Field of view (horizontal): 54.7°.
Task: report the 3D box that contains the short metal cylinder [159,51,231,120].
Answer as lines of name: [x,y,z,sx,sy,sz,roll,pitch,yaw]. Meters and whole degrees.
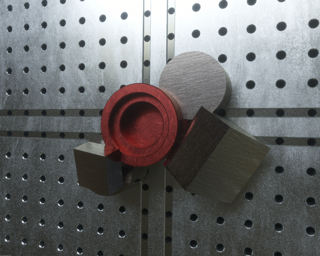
short metal cylinder: [0.045,-0.050,0.383,0.080,0.050,0.079,0,90,20]

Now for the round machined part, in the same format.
round machined part: [-0.019,-0.004,0.379,0.098,0.042,0.097,0,90,20]

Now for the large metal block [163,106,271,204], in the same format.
large metal block: [0.065,0.033,0.353,0.080,0.080,0.050,-57,39,11]

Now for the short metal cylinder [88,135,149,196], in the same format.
short metal cylinder: [-0.061,0.047,0.420,0.080,0.050,0.079,0,90,20]

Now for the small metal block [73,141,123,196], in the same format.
small metal block: [-0.074,0.048,0.372,0.050,0.025,0.050,9,113,31]
